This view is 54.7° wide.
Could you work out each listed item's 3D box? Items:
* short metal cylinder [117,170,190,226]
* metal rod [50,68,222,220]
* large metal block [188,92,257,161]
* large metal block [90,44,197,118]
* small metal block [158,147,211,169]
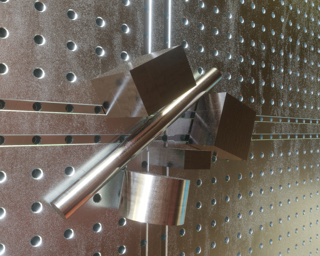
[{"bbox_3d":[-0.007,0.081,0.368,0.081,0.080,0.050,15,81,-39],"label":"short metal cylinder"},{"bbox_3d":[-0.010,0.002,0.402,0.302,0.025,0.025,-42,116,-32],"label":"metal rod"},{"bbox_3d":[0.097,0.000,0.473,0.080,0.050,0.080,25,75,-38],"label":"large metal block"},{"bbox_3d":[-0.019,-0.053,0.360,0.081,0.080,0.050,-35,112,-35],"label":"large metal block"},{"bbox_3d":[0.034,0.042,0.424,0.050,0.050,0.025,7,86,-40],"label":"small metal block"}]
